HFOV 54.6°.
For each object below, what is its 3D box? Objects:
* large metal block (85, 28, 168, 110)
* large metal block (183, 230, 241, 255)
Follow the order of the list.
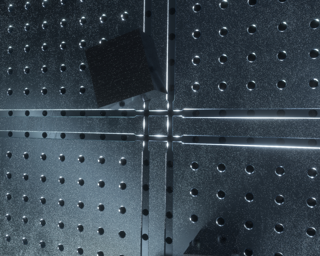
[{"bbox_3d":[-0.044,-0.075,0.415,0.080,0.050,0.080,-16,85,19],"label":"large metal block"},{"bbox_3d":[0.066,0.172,0.360,0.050,0.080,0.080,-6,88,20],"label":"large metal block"}]
